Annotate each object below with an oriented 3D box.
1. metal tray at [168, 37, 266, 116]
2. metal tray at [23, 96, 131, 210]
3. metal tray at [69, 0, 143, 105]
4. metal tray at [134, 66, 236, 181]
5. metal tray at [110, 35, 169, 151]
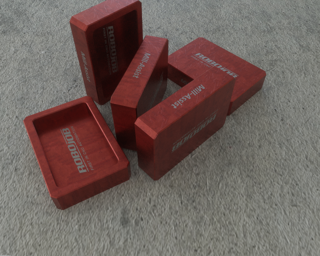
[{"bbox_3d":[0.080,-0.083,0.472,0.091,0.030,0.130,-37,59,-27],"label":"metal tray"},{"bbox_3d":[-0.103,0.024,0.380,0.091,0.030,0.130,-23,54,-19],"label":"metal tray"},{"bbox_3d":[-0.065,-0.104,0.423,0.030,0.129,0.090,36,58,26],"label":"metal tray"},{"bbox_3d":[0.031,-0.006,0.367,0.131,0.089,0.030,-36,59,-27],"label":"metal tray"},{"bbox_3d":[-0.021,-0.046,0.401,0.030,0.089,0.130,13,51,10],"label":"metal tray"}]
